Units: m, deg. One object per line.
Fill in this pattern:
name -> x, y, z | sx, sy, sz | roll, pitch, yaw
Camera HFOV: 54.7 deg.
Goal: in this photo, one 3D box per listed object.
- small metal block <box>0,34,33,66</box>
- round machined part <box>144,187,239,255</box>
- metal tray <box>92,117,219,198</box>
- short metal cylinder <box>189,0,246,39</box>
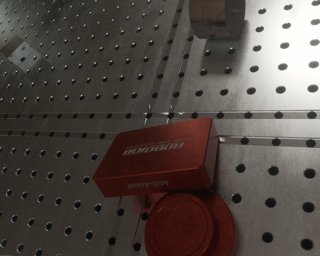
small metal block -> -0.312, -0.170, 0.673 | 0.050, 0.025, 0.050 | -49, 52, -6
round machined part -> 0.027, 0.105, 0.317 | 0.098, 0.042, 0.098 | -13, 56, 20
metal tray -> -0.002, 0.034, 0.361 | 0.130, 0.030, 0.090 | -10, 32, 22
short metal cylinder -> 0.081, -0.166, 0.431 | 0.050, 0.080, 0.080 | 9, 66, 32
